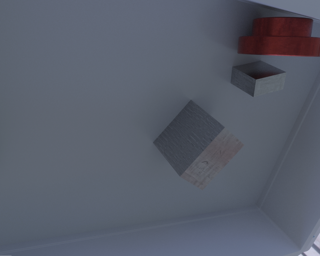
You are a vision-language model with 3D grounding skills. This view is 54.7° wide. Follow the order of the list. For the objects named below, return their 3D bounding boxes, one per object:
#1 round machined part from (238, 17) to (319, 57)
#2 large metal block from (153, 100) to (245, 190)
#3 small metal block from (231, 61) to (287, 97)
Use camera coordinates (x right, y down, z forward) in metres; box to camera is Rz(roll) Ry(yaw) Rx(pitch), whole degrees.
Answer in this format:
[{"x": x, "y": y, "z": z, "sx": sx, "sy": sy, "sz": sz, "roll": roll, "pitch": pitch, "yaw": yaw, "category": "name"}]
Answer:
[{"x": 0.147, "y": -0.111, "z": 0.378, "sx": 0.099, "sy": 0.098, "sz": 0.042, "roll": -6, "pitch": 106, "yaw": -26, "category": "round machined part"}, {"x": 0.049, "y": 0.021, "z": 0.415, "sx": 0.080, "sy": 0.080, "sz": 0.050, "roll": -49, "pitch": 129, "yaw": 6, "category": "large metal block"}, {"x": 0.134, "y": -0.069, "z": 0.426, "sx": 0.050, "sy": 0.050, "sz": 0.025, "roll": -15, "pitch": 125, "yaw": -20, "category": "small metal block"}]
